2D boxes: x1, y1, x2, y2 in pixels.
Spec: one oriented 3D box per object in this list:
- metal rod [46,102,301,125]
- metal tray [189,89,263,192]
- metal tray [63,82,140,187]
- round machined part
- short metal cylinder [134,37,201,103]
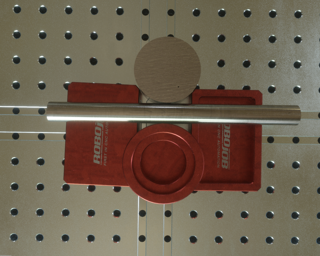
[{"bbox_3d":[0.017,-0.018,0.379,0.302,0.025,0.025,1,90,-1],"label":"metal rod"},{"bbox_3d":[0.084,0.016,0.407,0.091,0.030,0.129,1,90,0],"label":"metal tray"},{"bbox_3d":[-0.074,0.008,0.405,0.091,0.030,0.129,3,90,0],"label":"metal tray"},{"bbox_3d":[0.004,0.043,0.392,0.099,0.042,0.097,0,90,0],"label":"round machined part"},{"bbox_3d":[0.009,-0.070,0.397,0.081,0.050,0.079,0,90,0],"label":"short metal cylinder"}]
